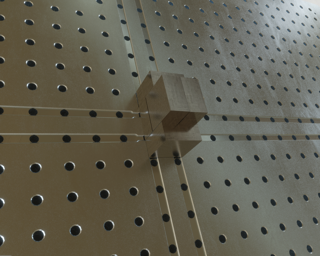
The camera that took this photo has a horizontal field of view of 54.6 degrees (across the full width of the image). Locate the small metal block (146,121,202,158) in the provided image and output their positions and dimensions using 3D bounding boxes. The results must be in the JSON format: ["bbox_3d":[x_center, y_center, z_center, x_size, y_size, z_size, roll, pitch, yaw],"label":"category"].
[{"bbox_3d":[0.016,0.015,0.390,0.050,0.050,0.025,1,61,-27],"label":"small metal block"}]

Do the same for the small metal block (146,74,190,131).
[{"bbox_3d":[0.008,-0.030,0.381,0.025,0.050,0.050,2,61,-28],"label":"small metal block"}]

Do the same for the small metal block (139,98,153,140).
[{"bbox_3d":[0.003,-0.012,0.416,0.050,0.025,0.050,1,61,-26],"label":"small metal block"}]

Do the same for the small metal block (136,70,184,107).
[{"bbox_3d":[0.002,-0.051,0.422,0.050,0.050,0.025,2,61,-27],"label":"small metal block"}]

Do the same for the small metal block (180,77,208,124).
[{"bbox_3d":[0.031,-0.029,0.394,0.025,0.050,0.050,1,61,-26],"label":"small metal block"}]
